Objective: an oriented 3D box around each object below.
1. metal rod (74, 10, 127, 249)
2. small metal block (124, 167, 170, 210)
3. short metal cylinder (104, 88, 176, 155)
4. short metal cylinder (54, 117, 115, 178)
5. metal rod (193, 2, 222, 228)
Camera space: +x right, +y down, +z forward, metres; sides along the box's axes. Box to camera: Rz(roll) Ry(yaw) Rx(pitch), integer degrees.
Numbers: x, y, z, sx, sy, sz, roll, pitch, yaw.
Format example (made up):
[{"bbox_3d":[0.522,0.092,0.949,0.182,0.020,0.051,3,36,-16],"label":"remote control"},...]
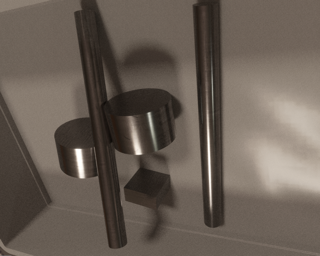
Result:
[{"bbox_3d":[-0.073,0.008,0.392,0.025,0.025,0.298,-2,99,29],"label":"metal rod"},{"bbox_3d":[-0.018,0.088,0.455,0.050,0.050,0.025,11,123,22],"label":"small metal block"},{"bbox_3d":[-0.023,-0.010,0.378,0.080,0.080,0.050,5,120,25],"label":"short metal cylinder"},{"bbox_3d":[-0.105,0.026,0.443,0.080,0.080,0.050,15,124,19],"label":"short metal cylinder"},{"bbox_3d":[0.061,0.006,0.379,0.025,0.025,0.298,7,122,24],"label":"metal rod"}]
